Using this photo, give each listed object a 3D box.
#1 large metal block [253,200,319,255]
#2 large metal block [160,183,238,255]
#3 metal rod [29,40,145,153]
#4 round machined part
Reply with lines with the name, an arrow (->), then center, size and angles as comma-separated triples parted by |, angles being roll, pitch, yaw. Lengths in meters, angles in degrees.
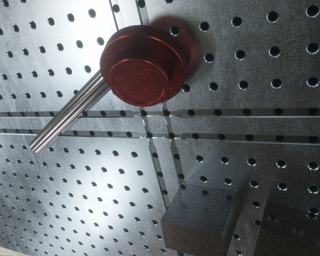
large metal block -> 0.168, 0.151, 0.400 | 0.080, 0.050, 0.079 | 14, 124, 20
large metal block -> 0.057, 0.125, 0.423 | 0.080, 0.080, 0.050 | 5, 121, 25
metal rod -> -0.120, -0.034, 0.453 | 0.299, 0.025, 0.025 | -34, 99, 38
round machined part -> -0.020, -0.062, 0.351 | 0.099, 0.042, 0.097 | 6, 138, 5
